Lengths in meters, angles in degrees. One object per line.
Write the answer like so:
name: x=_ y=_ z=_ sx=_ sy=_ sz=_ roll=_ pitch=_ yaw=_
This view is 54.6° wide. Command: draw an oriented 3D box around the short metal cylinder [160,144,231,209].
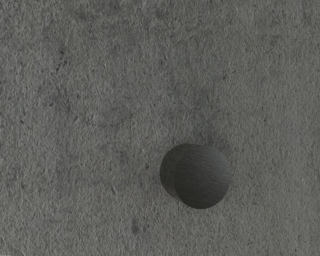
short metal cylinder: x=0.046 y=0.062 z=0.412 sx=0.081 sy=0.050 sz=0.080 roll=0 pitch=90 yaw=-20
